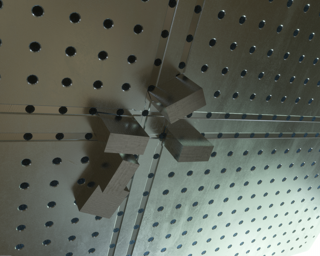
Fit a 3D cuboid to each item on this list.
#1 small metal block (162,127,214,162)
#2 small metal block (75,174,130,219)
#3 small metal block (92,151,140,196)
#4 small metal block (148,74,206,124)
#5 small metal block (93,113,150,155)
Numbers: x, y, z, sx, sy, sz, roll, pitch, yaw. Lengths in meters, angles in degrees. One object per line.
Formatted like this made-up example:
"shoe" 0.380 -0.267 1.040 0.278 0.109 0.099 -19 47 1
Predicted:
"small metal block" 0.038 0.023 0.432 0.050 0.050 0.025 2 118 -30
"small metal block" -0.079 0.093 0.427 0.050 0.025 0.050 29 102 -38
"small metal block" -0.058 0.050 0.396 0.025 0.050 0.050 23 106 -37
"small metal block" 0.021 -0.038 0.385 0.050 0.050 0.025 -28 128 -11
"small metal block" -0.048 0.007 0.375 0.050 0.050 0.025 7 115 -32
